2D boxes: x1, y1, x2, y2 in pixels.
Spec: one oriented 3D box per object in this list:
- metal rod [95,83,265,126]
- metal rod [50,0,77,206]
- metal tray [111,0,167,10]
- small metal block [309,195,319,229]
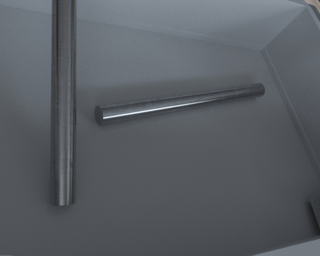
[{"bbox_3d":[0.050,-0.041,0.458,0.303,0.025,0.025,-12,68,-33],"label":"metal rod"},{"bbox_3d":[-0.100,-0.073,0.323,0.025,0.025,0.298,1,85,-28],"label":"metal rod"},{"bbox_3d":[-0.056,-0.256,0.532,0.131,0.030,0.090,0,62,-29],"label":"metal tray"},{"bbox_3d":[0.254,0.121,0.450,0.025,0.050,0.050,31,42,-40],"label":"small metal block"}]
